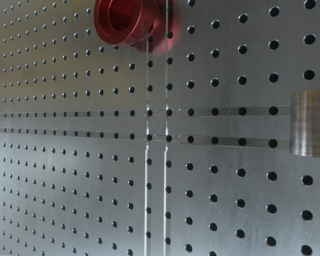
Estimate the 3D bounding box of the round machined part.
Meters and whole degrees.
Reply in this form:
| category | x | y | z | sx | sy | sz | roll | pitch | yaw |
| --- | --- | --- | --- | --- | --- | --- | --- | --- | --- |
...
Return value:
| category | x | y | z | sx | sy | sz | roll | pitch | yaw |
| --- | --- | --- | --- | --- | --- | --- | --- | --- | --- |
| round machined part | -0.046 | -0.163 | 0.436 | 0.098 | 0.042 | 0.097 | 0 | 90 | 40 |

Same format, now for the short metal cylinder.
| category | x | y | z | sx | sy | sz | roll | pitch | yaw |
| --- | --- | --- | --- | --- | --- | --- | --- | --- | --- |
| short metal cylinder | 0.149 | -0.003 | 0.251 | 0.080 | 0.081 | 0.050 | 2 | 92 | 40 |
